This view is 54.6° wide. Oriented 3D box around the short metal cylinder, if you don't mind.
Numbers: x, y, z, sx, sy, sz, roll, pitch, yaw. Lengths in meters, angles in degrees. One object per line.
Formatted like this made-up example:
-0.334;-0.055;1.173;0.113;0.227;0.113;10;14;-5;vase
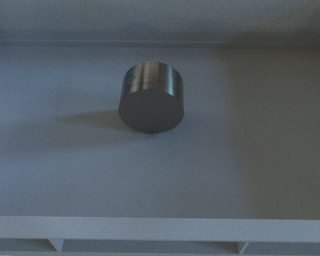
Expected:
-0.010;-0.038;0.397;0.080;0.080;0.050;1;50;1;short metal cylinder
